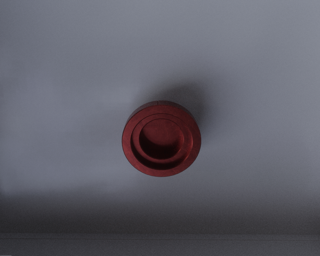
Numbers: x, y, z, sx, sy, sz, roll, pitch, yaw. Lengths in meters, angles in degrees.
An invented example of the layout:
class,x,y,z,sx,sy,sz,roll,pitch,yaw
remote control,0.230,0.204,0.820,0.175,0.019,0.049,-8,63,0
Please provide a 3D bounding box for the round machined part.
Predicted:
class,x,y,z,sx,sy,sz,roll,pitch,yaw
round machined part,0.002,0.011,0.402,0.099,0.042,0.097,0,110,-1
